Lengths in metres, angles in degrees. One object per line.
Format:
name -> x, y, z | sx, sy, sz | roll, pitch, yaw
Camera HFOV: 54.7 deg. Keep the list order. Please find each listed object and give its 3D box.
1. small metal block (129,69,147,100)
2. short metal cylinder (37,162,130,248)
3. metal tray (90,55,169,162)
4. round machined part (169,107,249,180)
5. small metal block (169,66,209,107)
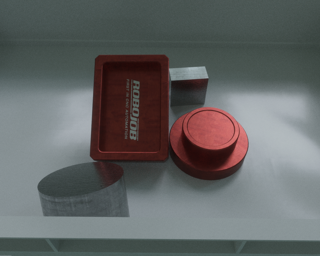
small metal block -> -0.033, -0.060, 0.438 | 0.025, 0.050, 0.050 | 5, 50, 7
short metal cylinder -> -0.073, 0.071, 0.304 | 0.080, 0.050, 0.080 | -5, 15, 2
metal tray -> -0.034, -0.024, 0.380 | 0.091, 0.030, 0.129 | 0, 79, 2
round machined part -> 0.061, 0.012, 0.385 | 0.099, 0.042, 0.098 | 1, 50, 0
small metal block -> 0.039, -0.058, 0.438 | 0.050, 0.050, 0.025 | -4, 50, -4
